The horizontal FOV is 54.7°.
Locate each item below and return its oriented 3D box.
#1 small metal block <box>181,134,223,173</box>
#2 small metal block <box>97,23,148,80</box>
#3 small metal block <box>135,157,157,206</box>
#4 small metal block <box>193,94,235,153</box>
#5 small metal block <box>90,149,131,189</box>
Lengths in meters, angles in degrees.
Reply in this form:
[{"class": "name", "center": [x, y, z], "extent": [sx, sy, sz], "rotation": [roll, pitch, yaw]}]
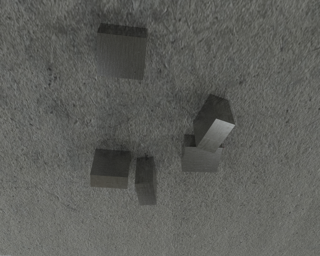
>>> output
[{"class": "small metal block", "center": [0.058, 0.037, 0.439], "extent": [0.050, 0.025, 0.050], "rotation": [2, 130, -2]}, {"class": "small metal block", "center": [-0.041, -0.082, 0.337], "extent": [0.050, 0.025, 0.050], "rotation": [5, 130, -5]}, {"class": "small metal block", "center": [-0.020, 0.078, 0.457], "extent": [0.025, 0.050, 0.050], "rotation": [-4, 130, 3]}, {"class": "small metal block", "center": [0.066, -0.006, 0.387], "extent": [0.025, 0.050, 0.050], "rotation": [17, 128, -14]}, {"class": "small metal block", "center": [-0.069, 0.057, 0.439], "extent": [0.050, 0.050, 0.025], "rotation": [5, 130, -4]}]
